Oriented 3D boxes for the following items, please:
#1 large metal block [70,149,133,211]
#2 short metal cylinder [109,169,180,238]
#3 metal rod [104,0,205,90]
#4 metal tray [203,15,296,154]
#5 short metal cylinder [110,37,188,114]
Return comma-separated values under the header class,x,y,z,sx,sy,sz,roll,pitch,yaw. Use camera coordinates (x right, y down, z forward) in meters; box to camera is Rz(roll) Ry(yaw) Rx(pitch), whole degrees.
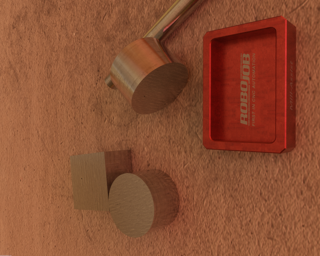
class,x,y,z,sx,sy,sz,roll,pitch,yaw
large metal block,-0.086,0.076,0.460,0.080,0.050,0.080,-10,84,39
short metal cylinder,-0.021,0.096,0.407,0.080,0.050,0.079,0,90,40
metal rod,0.026,-0.146,0.383,0.299,0.025,0.025,-39,67,33
metal tray,0.091,-0.041,0.326,0.090,0.030,0.129,0,90,40
short metal cylinder,-0.013,-0.063,0.380,0.050,0.081,0.080,52,120,27
